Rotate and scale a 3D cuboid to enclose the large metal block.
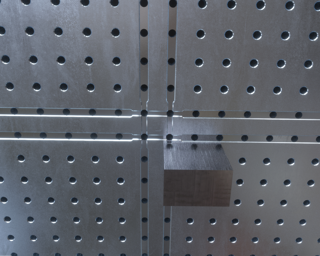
[{"bbox_3d":[0.045,0.058,0.406,0.080,0.080,0.050,1,110,0],"label":"large metal block"}]
